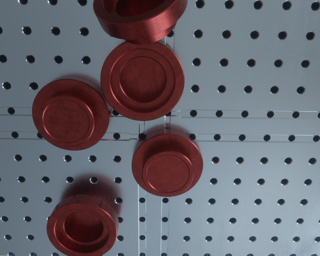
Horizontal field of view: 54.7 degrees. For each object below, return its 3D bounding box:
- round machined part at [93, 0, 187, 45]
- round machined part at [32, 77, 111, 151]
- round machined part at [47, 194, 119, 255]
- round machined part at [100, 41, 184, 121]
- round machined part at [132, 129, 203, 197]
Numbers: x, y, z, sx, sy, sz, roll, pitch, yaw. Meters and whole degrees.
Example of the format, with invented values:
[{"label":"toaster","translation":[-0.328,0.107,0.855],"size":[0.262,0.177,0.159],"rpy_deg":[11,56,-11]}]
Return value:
[{"label":"round machined part","translation":[-0.018,-0.130,0.337],"size":[0.098,0.098,0.042],"rpy_deg":[-16,145,5]},{"label":"round machined part","translation":[-0.115,-0.015,0.397],"size":[0.099,0.042,0.097],"rpy_deg":[0,110,-1]},{"label":"round machined part","translation":[-0.110,0.139,0.454],"size":[0.099,0.042,0.097],"rpy_deg":[0,110,-1]},{"label":"round machined part","translation":[-0.021,-0.061,0.382],"size":[0.099,0.042,0.097],"rpy_deg":[0,110,-1]},{"label":"round machined part","translation":[0.010,0.054,0.424],"size":[0.099,0.042,0.097],"rpy_deg":[0,110,-1]}]
